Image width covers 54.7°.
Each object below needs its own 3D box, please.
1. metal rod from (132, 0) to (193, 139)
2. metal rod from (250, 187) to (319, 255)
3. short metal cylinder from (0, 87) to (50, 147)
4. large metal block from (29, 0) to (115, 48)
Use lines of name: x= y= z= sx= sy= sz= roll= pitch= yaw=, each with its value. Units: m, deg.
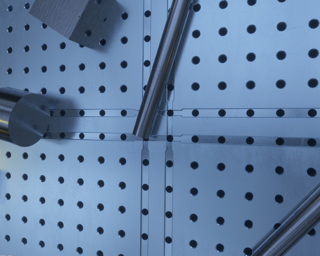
metal rod: x=0.019 y=-0.131 z=0.405 sx=0.025 sy=0.025 sz=0.298 roll=19 pitch=96 yaw=19
metal rod: x=0.113 y=0.168 z=0.372 sx=0.025 sy=0.025 sz=0.299 roll=42 pitch=103 yaw=15
short metal cylinder: x=-0.210 y=-0.017 z=0.458 sx=0.050 sy=0.080 sz=0.080 roll=14 pitch=95 yaw=19
large metal block: x=-0.125 y=-0.174 z=0.443 sx=0.080 sy=0.050 sz=0.080 roll=35 pitch=101 yaw=16
